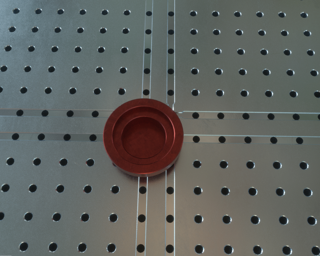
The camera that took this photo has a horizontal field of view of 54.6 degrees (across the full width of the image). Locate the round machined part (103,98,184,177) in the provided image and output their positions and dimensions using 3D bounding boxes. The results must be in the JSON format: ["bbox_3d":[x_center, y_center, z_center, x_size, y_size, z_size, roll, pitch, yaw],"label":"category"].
[{"bbox_3d":[-0.020,0.015,0.397,0.099,0.042,0.098,0,70,0],"label":"round machined part"}]
